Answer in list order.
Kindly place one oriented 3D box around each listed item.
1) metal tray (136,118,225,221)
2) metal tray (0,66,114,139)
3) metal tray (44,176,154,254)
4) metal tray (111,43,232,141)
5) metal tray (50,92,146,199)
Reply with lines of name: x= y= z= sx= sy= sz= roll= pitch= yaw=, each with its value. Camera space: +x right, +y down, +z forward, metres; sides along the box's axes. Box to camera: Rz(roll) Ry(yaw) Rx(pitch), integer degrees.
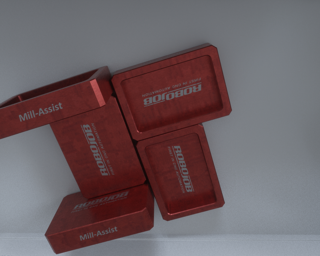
metal tray: x=0.030 y=0.059 z=0.429 sx=0.090 sy=0.030 sz=0.129 roll=-16 pitch=110 yaw=5
metal tray: x=-0.123 y=-0.032 z=0.359 sx=0.131 sy=0.090 sz=0.030 roll=-17 pitch=109 yaw=5
metal tray: x=-0.074 y=0.111 z=0.413 sx=0.131 sy=0.090 sz=0.030 roll=-16 pitch=110 yaw=5
metal tray: x=0.015 y=-0.044 z=0.391 sx=0.131 sy=0.030 sz=0.089 roll=-16 pitch=110 yaw=5
metal tray: x=-0.080 y=0.024 z=0.413 sx=0.090 sy=0.030 sz=0.129 roll=-16 pitch=110 yaw=5
